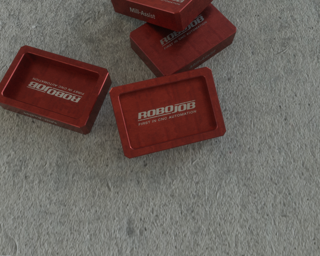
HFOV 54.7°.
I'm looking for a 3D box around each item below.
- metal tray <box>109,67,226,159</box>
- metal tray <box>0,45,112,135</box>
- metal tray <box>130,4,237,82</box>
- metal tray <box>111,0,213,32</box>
[{"bbox_3d":[0.010,-0.020,0.397,0.131,0.030,0.090,-13,90,-5],"label":"metal tray"},{"bbox_3d":[-0.144,-0.053,0.423,0.131,0.030,0.090,17,71,6],"label":"metal tray"},{"bbox_3d":[0.033,-0.132,0.454,0.131,0.030,0.090,-36,74,-12],"label":"metal tray"},{"bbox_3d":[0.002,-0.193,0.449,0.130,0.030,0.090,28,65,30],"label":"metal tray"}]
